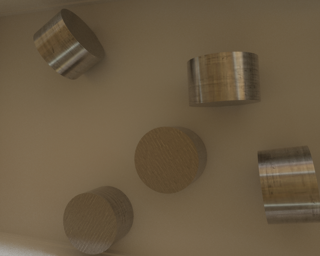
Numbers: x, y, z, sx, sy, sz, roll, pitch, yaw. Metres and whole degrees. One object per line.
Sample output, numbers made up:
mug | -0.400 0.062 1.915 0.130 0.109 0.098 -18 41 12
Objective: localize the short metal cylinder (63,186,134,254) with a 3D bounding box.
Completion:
short metal cylinder | -0.083 0.124 0.425 0.080 0.050 0.079 0 90 19

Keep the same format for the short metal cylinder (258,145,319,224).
short metal cylinder | 0.137 0.061 0.333 0.050 0.080 0.080 -9 87 19

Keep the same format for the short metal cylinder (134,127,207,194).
short metal cylinder | 0.015 0.038 0.391 0.080 0.050 0.079 0 90 19

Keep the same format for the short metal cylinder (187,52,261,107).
short metal cylinder | 0.072 -0.053 0.355 0.080 0.080 0.050 -3 89 19

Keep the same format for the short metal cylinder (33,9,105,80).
short metal cylinder | -0.122 -0.113 0.423 0.050 0.080 0.080 -34 79 17
